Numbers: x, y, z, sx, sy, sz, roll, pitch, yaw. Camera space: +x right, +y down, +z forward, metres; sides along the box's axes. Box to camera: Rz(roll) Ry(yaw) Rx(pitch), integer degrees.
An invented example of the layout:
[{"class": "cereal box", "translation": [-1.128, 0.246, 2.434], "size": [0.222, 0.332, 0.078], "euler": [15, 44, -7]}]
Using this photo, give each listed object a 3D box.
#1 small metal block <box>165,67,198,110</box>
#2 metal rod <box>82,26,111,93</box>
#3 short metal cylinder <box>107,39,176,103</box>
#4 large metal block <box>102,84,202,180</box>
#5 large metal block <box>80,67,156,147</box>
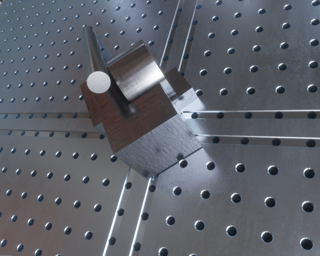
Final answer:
[{"class": "small metal block", "translation": [0.016, -0.049, 0.429], "size": [0.050, 0.025, 0.050], "euler": [-36, 51, 4]}, {"class": "metal rod", "translation": [-0.101, -0.116, 0.463], "size": [0.025, 0.025, 0.300], "euler": [-35, 30, 4]}, {"class": "short metal cylinder", "translation": [-0.022, -0.064, 0.389], "size": [0.050, 0.080, 0.080], "euler": [-32, 52, 7]}, {"class": "large metal block", "translation": [-0.008, 0.008, 0.369], "size": [0.080, 0.080, 0.050], "euler": [-33, 52, 7]}, {"class": "large metal block", "translation": [-0.054, -0.023, 0.415], "size": [0.050, 0.080, 0.080], "euler": [-33, 52, 7]}]
